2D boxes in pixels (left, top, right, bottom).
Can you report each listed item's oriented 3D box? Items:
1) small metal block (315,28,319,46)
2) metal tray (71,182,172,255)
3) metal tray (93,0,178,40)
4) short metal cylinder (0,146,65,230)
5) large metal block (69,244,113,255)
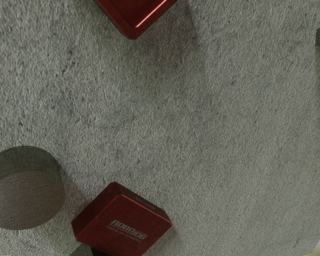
[{"bbox_3d":[0.268,-0.135,0.454,0.050,0.050,0.025,-24,127,-14],"label":"small metal block"},{"bbox_3d":[-0.053,0.144,0.464,0.090,0.030,0.130,-46,129,3],"label":"metal tray"},{"bbox_3d":[-0.036,-0.159,0.284,0.090,0.030,0.130,-43,130,1],"label":"metal tray"},{"bbox_3d":[-0.153,0.067,0.349,0.081,0.050,0.079,-14,124,-21],"label":"short metal cylinder"},{"bbox_3d":[-0.105,0.227,0.474,0.080,0.050,0.080,-44,129,2],"label":"large metal block"}]
